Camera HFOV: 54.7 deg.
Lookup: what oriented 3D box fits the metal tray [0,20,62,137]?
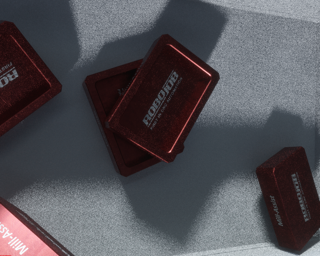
[{"bbox_3d":[-0.183,-0.039,0.323,0.130,0.030,0.090,-41,126,-15],"label":"metal tray"}]

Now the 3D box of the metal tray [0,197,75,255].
[{"bbox_3d":[-0.122,0.114,0.295,0.130,0.090,0.030,29,65,24],"label":"metal tray"}]

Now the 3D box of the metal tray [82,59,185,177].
[{"bbox_3d":[-0.033,-0.015,0.395,0.091,0.030,0.129,-22,98,-19],"label":"metal tray"}]

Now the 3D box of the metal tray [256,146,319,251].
[{"bbox_3d":[0.199,0.103,0.468,0.091,0.030,0.129,-24,99,-36],"label":"metal tray"}]

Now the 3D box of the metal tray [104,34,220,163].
[{"bbox_3d":[0.004,-0.035,0.376,0.090,0.030,0.130,33,79,-17],"label":"metal tray"}]
